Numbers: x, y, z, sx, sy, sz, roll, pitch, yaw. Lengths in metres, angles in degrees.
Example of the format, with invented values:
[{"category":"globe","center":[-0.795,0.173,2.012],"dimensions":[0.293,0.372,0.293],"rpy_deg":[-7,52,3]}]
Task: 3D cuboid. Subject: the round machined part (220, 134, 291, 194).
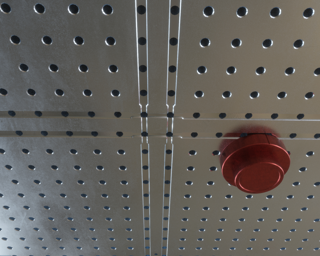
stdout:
[{"category":"round machined part","center":[0.140,0.058,0.451],"dimensions":[0.099,0.042,0.097],"rpy_deg":[0,130,0]}]
